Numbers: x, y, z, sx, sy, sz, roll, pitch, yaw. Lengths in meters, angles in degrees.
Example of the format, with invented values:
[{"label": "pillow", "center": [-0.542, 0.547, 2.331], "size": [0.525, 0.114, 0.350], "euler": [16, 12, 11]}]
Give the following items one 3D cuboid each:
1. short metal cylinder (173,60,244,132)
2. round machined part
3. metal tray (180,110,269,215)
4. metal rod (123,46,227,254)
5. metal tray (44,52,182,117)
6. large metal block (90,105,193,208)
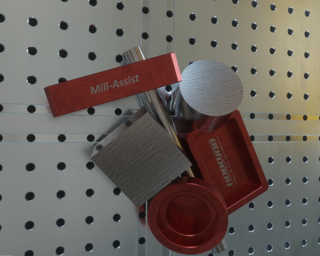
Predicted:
[{"label": "short metal cylinder", "center": [0.060, -0.041, 0.402], "size": [0.081, 0.050, 0.080], "euler": [3, 66, -7]}, {"label": "round machined part", "center": [0.036, 0.108, 0.398], "size": [0.098, 0.042, 0.097], "euler": [2, 104, 9]}, {"label": "metal tray", "center": [0.091, 0.048, 0.440], "size": [0.091, 0.030, 0.129], "euler": [-27, 99, -18]}, {"label": "metal rod", "center": [0.024, 0.035, 0.417], "size": [0.025, 0.025, 0.299], "euler": [-27, 99, -18]}, {"label": "metal tray", "center": [-0.049, -0.047, 0.341], "size": [0.131, 0.090, 0.030], "euler": [-17, 98, -5]}, {"label": "large metal block", "center": [-0.022, 0.032, 0.368], "size": [0.080, 0.050, 0.080], "euler": [-39, 104, 3]}]
